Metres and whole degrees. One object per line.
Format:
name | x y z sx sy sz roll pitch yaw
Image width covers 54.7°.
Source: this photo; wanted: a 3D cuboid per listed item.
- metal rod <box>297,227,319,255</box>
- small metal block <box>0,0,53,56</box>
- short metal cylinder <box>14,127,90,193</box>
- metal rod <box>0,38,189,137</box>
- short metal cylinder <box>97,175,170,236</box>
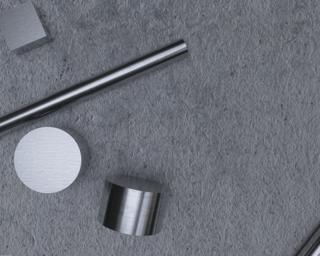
metal rod | 0.210 0.158 0.411 0.025 0.025 0.300 38 90 0
small metal block | -0.178 -0.131 0.408 0.050 0.025 0.050 -23 90 0
short metal cylinder | -0.135 0.038 0.396 0.081 0.050 0.080 0 90 0
metal rod | -0.105 -0.048 0.409 0.301 0.025 0.025 -23 90 0
short metal cylinder | -0.032 0.093 0.382 0.080 0.080 0.050 12 90 0
